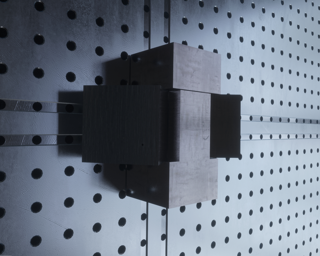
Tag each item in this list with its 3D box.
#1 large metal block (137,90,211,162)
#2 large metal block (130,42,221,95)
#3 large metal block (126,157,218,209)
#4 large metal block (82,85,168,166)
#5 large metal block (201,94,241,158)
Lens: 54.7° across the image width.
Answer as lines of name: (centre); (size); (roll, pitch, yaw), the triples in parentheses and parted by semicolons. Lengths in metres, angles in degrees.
large metal block: (0.015, -0.002, 0.387); (0.050, 0.080, 0.079); (1, 89, -40)
large metal block: (0.019, -0.068, 0.390); (0.081, 0.080, 0.050); (1, 90, -40)
large metal block: (0.015, 0.062, 0.386); (0.081, 0.080, 0.050); (1, 90, -40)
large metal block: (-0.036, -0.004, 0.337); (0.050, 0.080, 0.079); (1, 90, -80)
large metal block: (0.074, -0.002, 0.427); (0.050, 0.080, 0.079); (1, 89, -3)
